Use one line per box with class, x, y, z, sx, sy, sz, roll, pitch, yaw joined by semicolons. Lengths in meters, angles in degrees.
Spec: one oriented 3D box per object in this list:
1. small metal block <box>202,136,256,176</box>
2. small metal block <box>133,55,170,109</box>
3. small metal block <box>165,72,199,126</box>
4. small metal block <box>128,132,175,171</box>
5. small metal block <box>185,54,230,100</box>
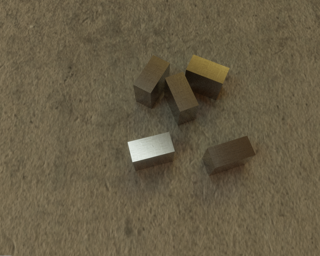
small metal block;0.083;0.036;0.383;0.050;0.050;0.025;-17;71;-6
small metal block;-0.010;-0.061;0.417;0.025;0.050;0.050;28;72;9
small metal block;0.027;-0.037;0.409;0.025;0.050;0.050;-20;72;-7
small metal block;-0.010;0.030;0.384;0.050;0.050;0.025;-14;71;-5
small metal block;0.061;-0.067;0.420;0.050;0.050;0.025;23;72;8
